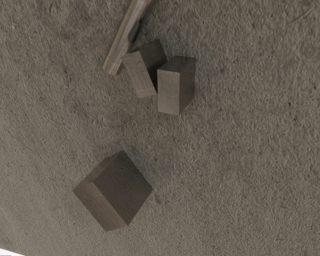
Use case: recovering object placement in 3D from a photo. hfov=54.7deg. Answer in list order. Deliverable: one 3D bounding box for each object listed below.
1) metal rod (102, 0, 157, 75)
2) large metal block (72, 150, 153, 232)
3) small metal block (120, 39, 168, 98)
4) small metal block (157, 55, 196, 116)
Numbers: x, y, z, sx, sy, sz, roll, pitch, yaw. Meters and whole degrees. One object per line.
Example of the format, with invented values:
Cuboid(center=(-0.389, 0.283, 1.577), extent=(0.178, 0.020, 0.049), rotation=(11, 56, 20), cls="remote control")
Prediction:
Cuboid(center=(0.006, -0.170, 0.298), extent=(0.025, 0.025, 0.298), rotation=(38, 129, 3), cls="metal rod")
Cuboid(center=(-0.068, 0.093, 0.465), extent=(0.050, 0.080, 0.080), rotation=(-27, 104, 37), cls="large metal block")
Cuboid(center=(-0.012, -0.069, 0.355), extent=(0.025, 0.050, 0.050), rotation=(-10, 113, 32), cls="small metal block")
Cuboid(center=(0.019, -0.049, 0.350), extent=(0.025, 0.050, 0.050), rotation=(13, 124, 21), cls="small metal block")
